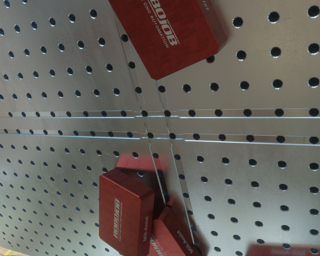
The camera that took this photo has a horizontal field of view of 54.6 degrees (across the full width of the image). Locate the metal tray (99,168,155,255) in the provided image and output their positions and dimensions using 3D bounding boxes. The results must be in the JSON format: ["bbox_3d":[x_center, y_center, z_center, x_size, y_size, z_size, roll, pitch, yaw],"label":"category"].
[{"bbox_3d":[-0.057,0.141,0.498,0.090,0.030,0.129,21,118,33],"label":"metal tray"}]

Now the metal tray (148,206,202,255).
[{"bbox_3d":[0.007,0.198,0.527,0.090,0.030,0.130,-22,107,36],"label":"metal tray"}]

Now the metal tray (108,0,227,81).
[{"bbox_3d":[0.002,-0.126,0.329,0.090,0.030,0.130,-19,109,35],"label":"metal tray"}]
